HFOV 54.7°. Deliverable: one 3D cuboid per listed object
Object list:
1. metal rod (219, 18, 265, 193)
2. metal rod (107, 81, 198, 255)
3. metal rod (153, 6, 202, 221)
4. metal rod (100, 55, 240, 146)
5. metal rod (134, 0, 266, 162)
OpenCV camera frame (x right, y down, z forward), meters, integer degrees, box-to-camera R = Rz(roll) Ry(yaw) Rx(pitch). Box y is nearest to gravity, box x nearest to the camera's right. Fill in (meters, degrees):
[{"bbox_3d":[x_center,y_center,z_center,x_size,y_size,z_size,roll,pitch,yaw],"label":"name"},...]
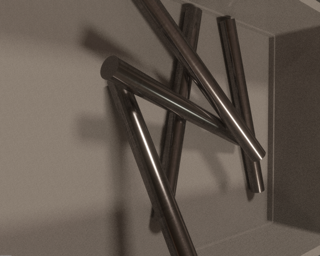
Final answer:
[{"bbox_3d":[0.142,-0.031,0.528,0.025,0.025,0.298,-22,104,-38],"label":"metal rod"},{"bbox_3d":[0.003,0.075,0.325,0.025,0.025,0.299,-7,68,-40],"label":"metal rod"},{"bbox_3d":[0.026,-0.024,0.430,0.025,0.025,0.298,15,80,-39],"label":"metal rod"},{"bbox_3d":[0.043,-0.020,0.410,0.301,0.025,0.025,23,76,-49],"label":"metal rod"},{"bbox_3d":[0.060,-0.066,0.422,0.300,0.025,0.025,50,60,-20],"label":"metal rod"}]
